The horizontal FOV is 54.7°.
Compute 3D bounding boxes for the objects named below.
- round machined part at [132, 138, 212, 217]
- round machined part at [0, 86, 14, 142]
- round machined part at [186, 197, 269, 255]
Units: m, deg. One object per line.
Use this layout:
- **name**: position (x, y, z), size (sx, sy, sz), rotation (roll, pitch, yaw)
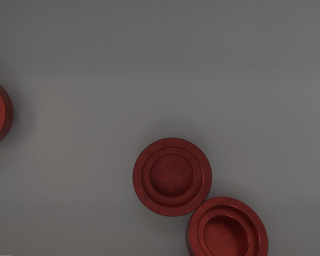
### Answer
- **round machined part**: position (0.015, 0.061, 0.403), size (0.099, 0.042, 0.097), rotation (0, 90, 0)
- **round machined part**: position (-0.238, -0.019, 0.401), size (0.099, 0.042, 0.097), rotation (0, 90, 0)
- **round machined part**: position (0.080, 0.140, 0.388), size (0.099, 0.042, 0.098), rotation (5, 55, -7)
